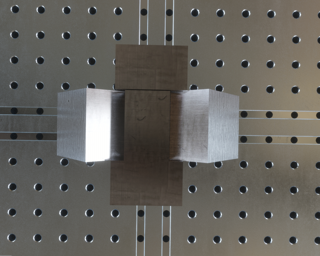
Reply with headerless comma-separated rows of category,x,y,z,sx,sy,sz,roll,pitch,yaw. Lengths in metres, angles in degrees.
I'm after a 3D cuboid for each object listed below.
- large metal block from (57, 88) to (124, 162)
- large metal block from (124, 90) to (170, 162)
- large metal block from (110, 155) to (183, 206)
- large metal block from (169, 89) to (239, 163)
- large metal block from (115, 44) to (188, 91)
large metal block,-0.086,-0.004,0.378,0.050,0.080,0.079,0,91,-40
large metal block,-0.015,-0.002,0.385,0.050,0.080,0.079,1,90,0
large metal block,-0.015,0.061,0.385,0.081,0.080,0.050,1,90,-1
large metal block,0.056,-0.002,0.378,0.050,0.081,0.079,1,89,37
large metal block,-0.010,-0.068,0.385,0.081,0.080,0.050,1,90,-1
